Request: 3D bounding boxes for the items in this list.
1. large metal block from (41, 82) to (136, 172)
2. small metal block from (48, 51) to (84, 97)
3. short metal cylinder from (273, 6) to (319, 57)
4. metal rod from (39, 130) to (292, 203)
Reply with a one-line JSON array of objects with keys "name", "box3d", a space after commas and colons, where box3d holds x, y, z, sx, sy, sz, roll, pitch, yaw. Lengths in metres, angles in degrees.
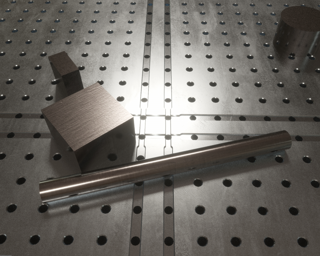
[{"name": "large metal block", "box3d": [-0.088, -0.002, 0.392, 0.081, 0.050, 0.080, -32, 57, -24]}, {"name": "small metal block", "box3d": [-0.136, -0.076, 0.453, 0.025, 0.050, 0.050, -27, 56, -21]}, {"name": "short metal cylinder", "box3d": [0.243, -0.167, 0.535, 0.081, 0.050, 0.080, 0, 50, 0]}, {"name": "metal rod", "box3d": [0.015, 0.043, 0.371, 0.302, 0.025, 0.025, -11, 51, -10]}]
